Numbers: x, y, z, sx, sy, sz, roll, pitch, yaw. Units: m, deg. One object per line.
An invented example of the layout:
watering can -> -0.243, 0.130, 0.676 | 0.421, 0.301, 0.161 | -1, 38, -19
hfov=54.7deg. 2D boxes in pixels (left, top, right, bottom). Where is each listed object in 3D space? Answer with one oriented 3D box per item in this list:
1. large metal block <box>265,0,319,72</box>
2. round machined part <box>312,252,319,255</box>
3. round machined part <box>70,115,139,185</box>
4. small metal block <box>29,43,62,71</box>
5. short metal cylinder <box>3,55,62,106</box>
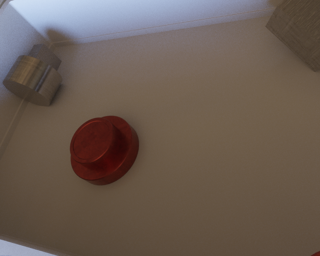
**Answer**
large metal block -> 0.183, -0.125, 0.349 | 0.080, 0.050, 0.080 | -43, 82, -2
round machined part -> 0.098, 0.099, 0.131 | 0.098, 0.042, 0.098 | -13, 56, 20
round machined part -> -0.082, 0.024, 0.421 | 0.098, 0.042, 0.098 | -13, 56, 20
small metal block -> -0.217, -0.119, 0.574 | 0.025, 0.050, 0.050 | 2, 62, 28
short metal cylinder -> -0.216, -0.079, 0.529 | 0.080, 0.080, 0.050 | 7, 66, 31
